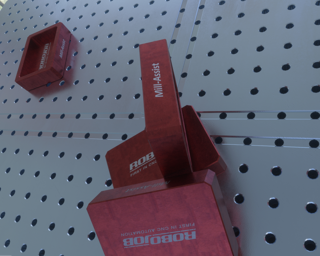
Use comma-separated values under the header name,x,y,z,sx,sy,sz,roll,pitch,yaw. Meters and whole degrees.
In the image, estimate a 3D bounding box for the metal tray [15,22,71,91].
name,x,y,z,sx,sy,sz,roll,pitch,yaw
metal tray,-0.230,-0.143,0.615,0.090,0.030,0.130,-15,56,20

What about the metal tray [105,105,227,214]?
name,x,y,z,sx,sy,sz,roll,pitch,yaw
metal tray,0.003,0.040,0.380,0.130,0.030,0.090,-30,52,8

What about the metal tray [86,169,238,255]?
name,x,y,z,sx,sy,sz,roll,pitch,yaw
metal tray,0.002,0.099,0.309,0.130,0.030,0.090,-15,100,19

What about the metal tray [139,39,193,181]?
name,x,y,z,sx,sy,sz,roll,pitch,yaw
metal tray,0.006,-0.019,0.329,0.030,0.090,0.130,-12,51,6
